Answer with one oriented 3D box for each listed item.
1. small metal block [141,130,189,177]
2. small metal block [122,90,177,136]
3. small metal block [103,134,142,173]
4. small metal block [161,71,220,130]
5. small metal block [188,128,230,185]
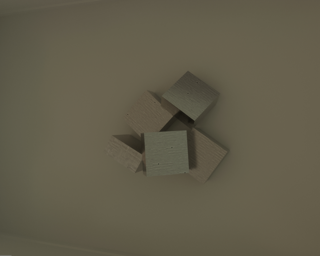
[{"bbox_3d":[0.005,0.029,0.368,0.050,0.025,0.050,-3,89,-13],"label":"small metal block"},{"bbox_3d":[-0.013,-0.014,0.411,0.050,0.025,0.050,45,104,14],"label":"small metal block"},{"bbox_3d":[-0.037,0.032,0.407,0.050,0.050,0.025,31,100,17],"label":"small metal block"},{"bbox_3d":[0.037,-0.035,0.383,0.050,0.025,0.050,39,69,15],"label":"small metal block"},{"bbox_3d":[0.051,0.034,0.390,0.050,0.025,0.050,37,101,16],"label":"small metal block"}]
